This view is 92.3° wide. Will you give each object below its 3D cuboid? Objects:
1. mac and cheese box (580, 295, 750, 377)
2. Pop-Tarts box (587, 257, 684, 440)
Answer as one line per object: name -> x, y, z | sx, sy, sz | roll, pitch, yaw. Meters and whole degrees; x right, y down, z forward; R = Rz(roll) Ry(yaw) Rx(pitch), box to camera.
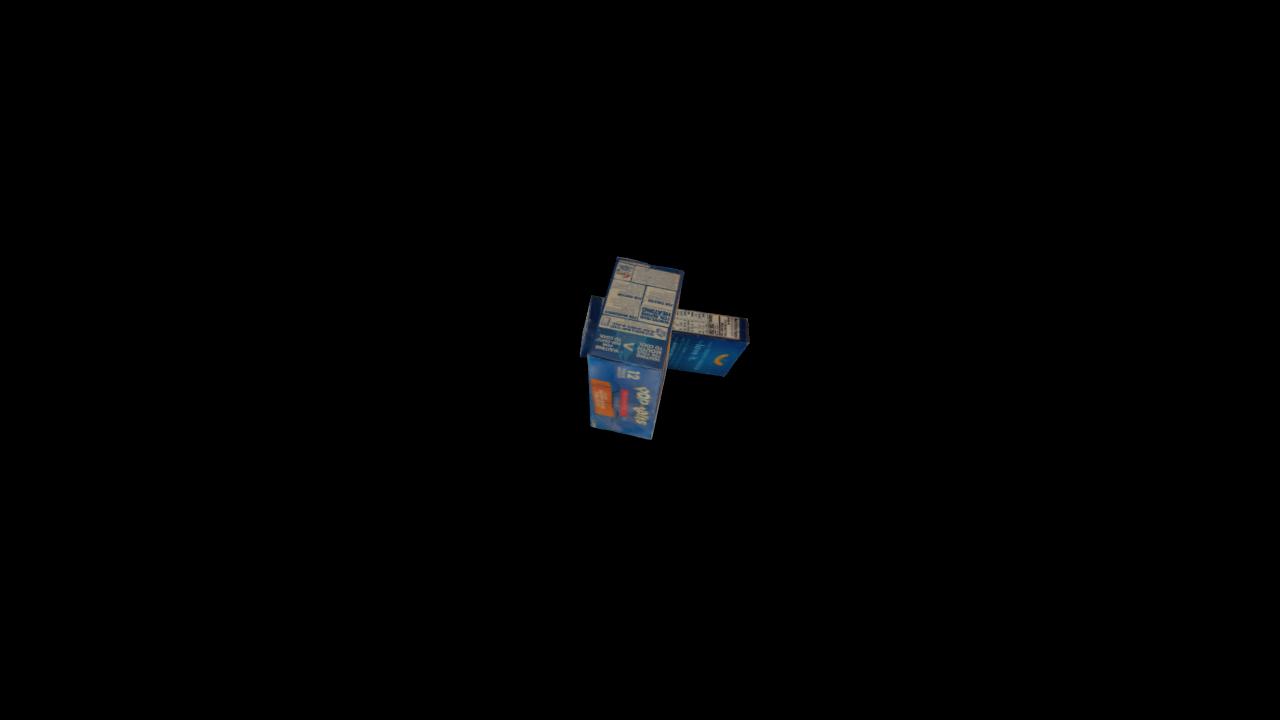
mac and cheese box -> 0.026, -0.026, 0.726 | 0.184, 0.041, 0.093 | 8, -29, -8
Pop-Tarts box -> -0.006, -0.009, 0.727 | 0.083, 0.141, 0.167 | 11, -32, 4
